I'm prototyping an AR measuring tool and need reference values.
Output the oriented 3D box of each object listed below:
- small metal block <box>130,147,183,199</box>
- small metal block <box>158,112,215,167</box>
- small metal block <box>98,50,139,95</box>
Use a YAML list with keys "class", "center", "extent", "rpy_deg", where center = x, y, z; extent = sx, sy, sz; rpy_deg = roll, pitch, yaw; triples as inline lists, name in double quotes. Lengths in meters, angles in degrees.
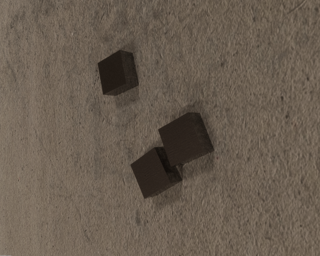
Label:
- class: "small metal block"
  center: [-0.006, 0.058, 0.408]
  extent: [0.050, 0.025, 0.050]
  rpy_deg: [-38, 67, 33]
- class: "small metal block"
  center: [0.031, 0.014, 0.378]
  extent: [0.050, 0.025, 0.050]
  rpy_deg: [-30, 72, 35]
- class: "small metal block"
  center: [-0.062, -0.079, 0.454]
  extent: [0.050, 0.025, 0.050]
  rpy_deg: [-18, 79, 38]
